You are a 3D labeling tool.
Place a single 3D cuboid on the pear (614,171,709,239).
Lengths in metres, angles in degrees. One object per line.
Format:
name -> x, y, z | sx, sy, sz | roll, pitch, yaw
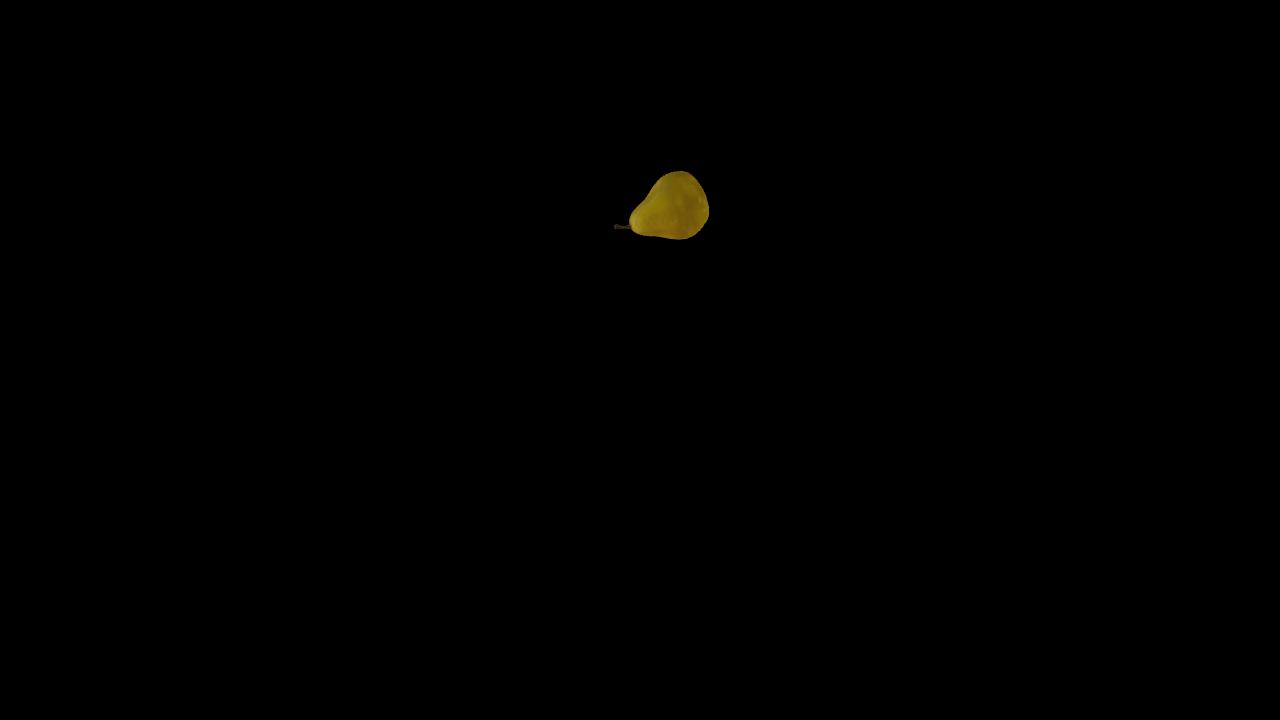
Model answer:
pear -> 0.025, -0.170, 0.727 | 0.111, 0.080, 0.080 | -31, 0, 1
